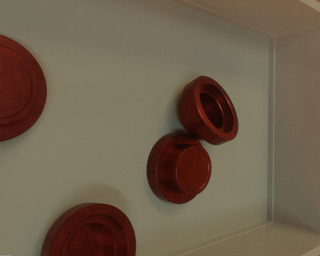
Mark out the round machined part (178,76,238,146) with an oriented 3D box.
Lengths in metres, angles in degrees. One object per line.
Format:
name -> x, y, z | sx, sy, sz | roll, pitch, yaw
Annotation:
round machined part -> 0.064, -0.021, 0.437 | 0.098, 0.042, 0.098 | 27, 50, -36

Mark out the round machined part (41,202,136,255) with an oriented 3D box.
round machined part -> -0.077, 0.129, 0.327 | 0.099, 0.042, 0.097 | 8, 77, -40

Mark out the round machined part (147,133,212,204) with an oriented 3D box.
round machined part -> 0.033, 0.056, 0.426 | 0.099, 0.042, 0.097 | 0, 90, -40

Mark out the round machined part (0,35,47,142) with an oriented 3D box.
round machined part -> -0.148, -0.036, 0.272 | 0.099, 0.042, 0.097 | 0, 90, -40
